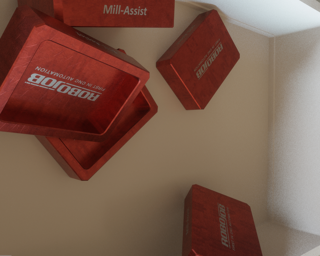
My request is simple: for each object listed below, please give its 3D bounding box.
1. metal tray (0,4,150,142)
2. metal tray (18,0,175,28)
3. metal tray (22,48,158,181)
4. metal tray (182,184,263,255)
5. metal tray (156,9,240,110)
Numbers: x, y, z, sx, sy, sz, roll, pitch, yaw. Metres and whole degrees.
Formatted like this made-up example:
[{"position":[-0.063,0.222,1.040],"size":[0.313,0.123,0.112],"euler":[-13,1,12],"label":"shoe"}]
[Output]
[{"position":[-0.077,-0.035,0.269],"size":[0.090,0.030,0.131],"euler":[-54,150,15],"label":"metal tray"},{"position":[-0.061,-0.119,0.311],"size":[0.131,0.090,0.030],"euler":[-15,116,-39],"label":"metal tray"},{"position":[-0.070,-0.017,0.345],"size":[0.131,0.030,0.090],"euler":[-46,118,-30],"label":"metal tray"},{"position":[0.077,0.133,0.393],"size":[0.090,0.130,0.030],"euler":[22,114,-4],"label":"metal tray"},{"position":[0.061,-0.100,0.457],"size":[0.090,0.030,0.130],"euler":[52,59,-27],"label":"metal tray"}]
